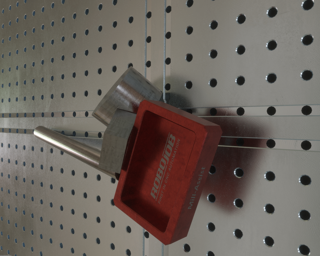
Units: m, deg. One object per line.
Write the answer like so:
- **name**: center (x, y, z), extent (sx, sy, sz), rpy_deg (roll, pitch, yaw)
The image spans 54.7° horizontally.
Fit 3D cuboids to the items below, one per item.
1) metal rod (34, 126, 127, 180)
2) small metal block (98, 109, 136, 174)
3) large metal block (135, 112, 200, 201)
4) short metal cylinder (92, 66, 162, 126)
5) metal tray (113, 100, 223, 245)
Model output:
- **metal rod**: center (-0.136, 0.030, 0.480), extent (0.300, 0.025, 0.025), rpy_deg (13, 99, 50)
- **small metal block**: center (-0.047, 0.014, 0.352), extent (0.025, 0.050, 0.050), rpy_deg (16, 124, 0)
- **large metal block**: center (0.003, 0.035, 0.387), extent (0.080, 0.050, 0.080), rpy_deg (-42, 65, 31)
- **short metal cylinder**: center (-0.043, -0.033, 0.399), extent (0.050, 0.080, 0.080), rpy_deg (39, 123, -15)
- **metal tray**: center (0.003, 0.044, 0.332), extent (0.090, 0.030, 0.129), rpy_deg (26, 106, 37)
